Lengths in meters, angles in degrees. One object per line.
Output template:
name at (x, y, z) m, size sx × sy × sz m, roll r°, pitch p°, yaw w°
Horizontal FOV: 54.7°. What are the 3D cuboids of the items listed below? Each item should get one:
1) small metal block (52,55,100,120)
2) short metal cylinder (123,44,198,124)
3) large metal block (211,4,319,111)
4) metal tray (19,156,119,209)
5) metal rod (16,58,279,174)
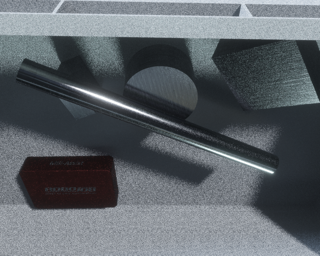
small metal block at (-0.093, -0.046, 0.352) m, size 0.025 × 0.050 × 0.050 m, roll -19°, pitch 128°, yaw 15°
short metal cylinder at (0.000, -0.047, 0.352) m, size 0.081 × 0.050 × 0.079 m, roll 0°, pitch 130°, yaw 0°
large metal block at (0.113, -0.066, 0.317) m, size 0.080 × 0.050 × 0.080 m, roll -5°, pitch 137°, yaw 41°
metal tray at (-0.134, 0.085, 0.476) m, size 0.131 × 0.030 × 0.089 m, roll -1°, pitch 130°, yaw 0°
metal rod at (0.003, -0.005, 0.339) m, size 0.302 × 0.025 × 0.025 m, roll 20°, pitch 127°, yaw -17°
